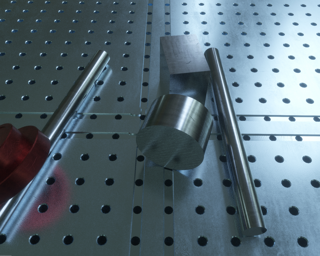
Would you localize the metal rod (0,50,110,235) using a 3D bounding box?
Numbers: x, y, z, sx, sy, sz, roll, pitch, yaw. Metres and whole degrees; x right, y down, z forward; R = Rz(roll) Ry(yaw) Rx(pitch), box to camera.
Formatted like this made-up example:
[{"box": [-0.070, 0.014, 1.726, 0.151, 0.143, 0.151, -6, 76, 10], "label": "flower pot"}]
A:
[{"box": [-0.135, -0.006, 0.410, 0.025, 0.025, 0.300, 13, 51, 10], "label": "metal rod"}]

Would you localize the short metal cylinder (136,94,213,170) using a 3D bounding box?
[{"box": [0.018, 0.006, 0.367, 0.080, 0.080, 0.050, 14, 51, 11], "label": "short metal cylinder"}]

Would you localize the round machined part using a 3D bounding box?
[{"box": [-0.173, 0.033, 0.338, 0.098, 0.042, 0.098, -23, 37, 19], "label": "round machined part"}]

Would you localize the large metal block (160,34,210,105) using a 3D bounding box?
[{"box": [0.031, -0.073, 0.433, 0.050, 0.080, 0.080, -7, 51, -6], "label": "large metal block"}]

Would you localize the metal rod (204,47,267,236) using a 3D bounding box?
[{"box": [0.091, -0.008, 0.415, 0.025, 0.025, 0.300, -2, 50, -2], "label": "metal rod"}]
